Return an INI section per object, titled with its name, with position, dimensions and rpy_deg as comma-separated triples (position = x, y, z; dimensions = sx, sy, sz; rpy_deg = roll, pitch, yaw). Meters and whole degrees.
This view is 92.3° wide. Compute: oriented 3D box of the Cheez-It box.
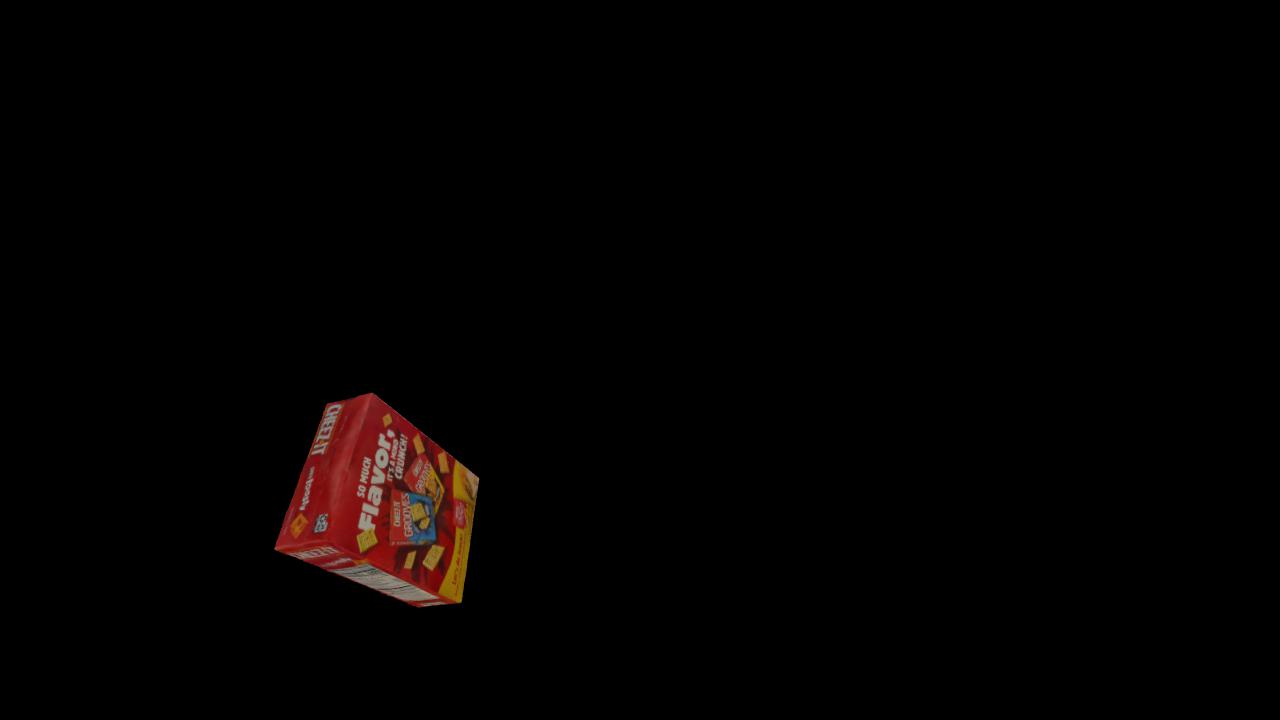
[Cheez-It box]
position = -0.276, 0.166, 0.692
dimensions = 0.071, 0.166, 0.223
rpy_deg = -13, -38, 15
